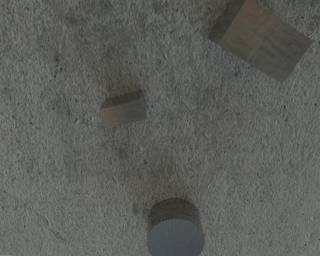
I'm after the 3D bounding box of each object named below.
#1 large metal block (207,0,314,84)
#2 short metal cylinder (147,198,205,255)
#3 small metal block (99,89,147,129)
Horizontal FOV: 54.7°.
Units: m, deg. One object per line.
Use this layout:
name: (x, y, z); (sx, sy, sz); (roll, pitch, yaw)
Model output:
large metal block: (0.105, -0.099, 0.345); (0.080, 0.080, 0.050); (28, 108, -10)
short metal cylinder: (0.022, 0.150, 0.452); (0.081, 0.050, 0.079); (0, 110, 0)
small metal block: (-0.044, -0.024, 0.387); (0.050, 0.050, 0.025); (-14, 110, 5)
